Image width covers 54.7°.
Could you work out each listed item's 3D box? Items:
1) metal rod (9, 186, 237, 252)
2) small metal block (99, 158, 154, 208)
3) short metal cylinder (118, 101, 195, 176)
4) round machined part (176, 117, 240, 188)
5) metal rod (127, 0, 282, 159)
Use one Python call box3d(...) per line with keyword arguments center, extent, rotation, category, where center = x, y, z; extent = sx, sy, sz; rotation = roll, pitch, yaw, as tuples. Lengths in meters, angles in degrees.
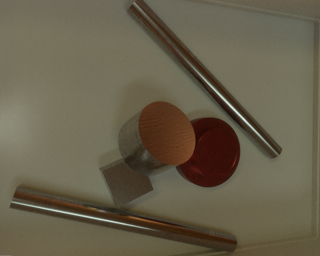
box3d(center=(-0.031, 0.123, 0.400), extent=(0.302, 0.025, 0.025), rotation=(18, 84, -20), category="metal rod")
box3d(center=(-0.043, 0.065, 0.396), extent=(0.050, 0.025, 0.050), rotation=(-24, 98, -19), category="small metal block")
box3d(center=(-0.004, 0.014, 0.381), extent=(0.081, 0.050, 0.080), rotation=(16, 60, -29), category="short metal cylinder")
box3d(center=(0.070, 0.034, 0.429), extent=(0.099, 0.042, 0.097), rotation=(0, 90, -21), category="round machined part")
box3d(center=(0.072, -0.061, 0.438), extent=(0.300, 0.025, 0.025), rotation=(43, 76, -15), category="metal rod")
